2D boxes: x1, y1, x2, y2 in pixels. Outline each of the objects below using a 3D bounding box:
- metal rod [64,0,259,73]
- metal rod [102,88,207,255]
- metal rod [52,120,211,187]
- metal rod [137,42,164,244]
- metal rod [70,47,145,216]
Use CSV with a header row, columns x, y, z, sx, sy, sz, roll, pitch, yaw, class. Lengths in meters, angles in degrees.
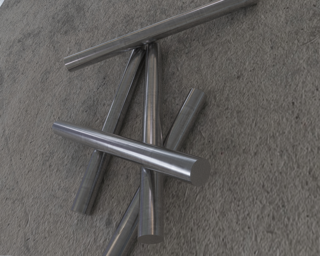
x,y,z,sx,sy,sz,roll,pitch,yaw,class
-0.003,-0.147,0.469,0.301,0.025,0.025,-19,54,7,metal rod
-0.018,0.082,0.363,0.025,0.025,0.300,17,70,35,metal rod
-0.062,0.019,0.376,0.300,0.025,0.025,11,67,49,metal rod
-0.009,-0.009,0.389,0.025,0.025,0.300,-17,47,19,metal rod
-0.061,-0.024,0.450,0.025,0.025,0.300,3,63,29,metal rod
